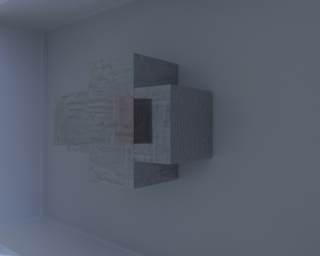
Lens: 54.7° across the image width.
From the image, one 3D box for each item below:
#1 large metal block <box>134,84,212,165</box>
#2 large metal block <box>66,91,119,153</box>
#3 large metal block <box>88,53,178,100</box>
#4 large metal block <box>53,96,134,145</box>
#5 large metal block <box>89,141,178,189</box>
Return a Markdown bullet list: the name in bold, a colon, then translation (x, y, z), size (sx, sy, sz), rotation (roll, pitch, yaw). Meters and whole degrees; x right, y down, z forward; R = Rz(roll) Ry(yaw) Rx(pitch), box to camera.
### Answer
- **large metal block**: translation (0.017, -0.004, 0.353), size (0.050, 0.081, 0.080), rotation (0, 90, 39)
- **large metal block**: translation (-0.084, -0.008, 0.440), size (0.050, 0.081, 0.080), rotation (0, 90, 40)
- **large metal block**: translation (-0.034, -0.058, 0.398), size (0.080, 0.081, 0.050), rotation (0, 90, 40)
- **large metal block**: translation (-0.070, -0.008, 0.354), size (0.081, 0.080, 0.050), rotation (0, 90, -5)
- **large metal block**: translation (-0.034, 0.042, 0.398), size (0.080, 0.081, 0.050), rotation (0, 90, 40)
